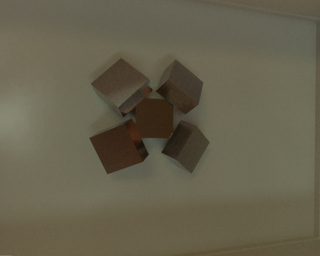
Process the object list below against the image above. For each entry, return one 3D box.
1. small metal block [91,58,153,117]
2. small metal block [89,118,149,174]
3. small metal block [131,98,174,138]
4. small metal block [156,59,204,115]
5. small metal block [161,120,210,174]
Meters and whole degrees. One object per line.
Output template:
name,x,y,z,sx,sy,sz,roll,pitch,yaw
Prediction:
small metal block,-0.046,-0.050,0.378,0.050,0.025,0.050,40,75,23
small metal block,-0.049,0.022,0.378,0.050,0.025,0.050,-21,99,19
small metal block,-0.011,-0.012,0.404,0.050,0.025,0.050,2,90,-20
small metal block,0.027,-0.054,0.405,0.050,0.025,0.050,37,41,-17
small metal block,0.035,0.026,0.409,0.050,0.025,0.050,-58,141,-11
